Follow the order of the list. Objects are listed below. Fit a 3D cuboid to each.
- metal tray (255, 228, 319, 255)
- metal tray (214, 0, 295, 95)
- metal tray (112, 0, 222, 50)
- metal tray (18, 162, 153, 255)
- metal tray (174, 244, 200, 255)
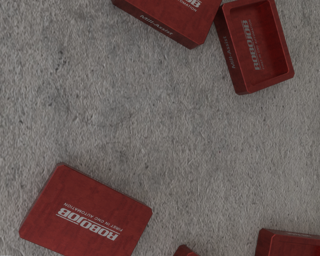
[{"bbox_3d":[0.210,0.212,0.483,0.131,0.030,0.090,13,86,-20],"label":"metal tray"},{"bbox_3d":[0.139,-0.123,0.457,0.091,0.030,0.129,-21,97,-19],"label":"metal tray"},{"bbox_3d":[0.013,-0.175,0.411,0.131,0.030,0.090,26,82,-18],"label":"metal tray"},{"bbox_3d":[-0.086,0.110,0.375,0.131,0.030,0.090,31,80,-18],"label":"metal tray"},{"bbox_3d":[0.031,0.238,0.418,0.090,0.030,0.130,40,77,-16],"label":"metal tray"}]
